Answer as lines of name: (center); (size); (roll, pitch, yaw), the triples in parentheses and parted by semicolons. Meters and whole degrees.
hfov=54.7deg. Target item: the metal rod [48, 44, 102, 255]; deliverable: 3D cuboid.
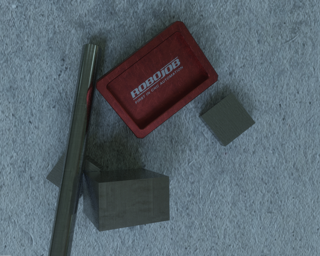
metal rod: (-0.105, 0.040, 0.382); (0.025, 0.025, 0.299); (6, 79, -1)

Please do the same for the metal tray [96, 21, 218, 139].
metal tray: (-0.004, -0.060, 0.393); (0.130, 0.030, 0.090); (-38, 108, -2)

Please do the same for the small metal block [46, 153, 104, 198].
small metal block: (-0.111, 0.059, 0.409); (0.050, 0.025, 0.050); (36, 90, -1)

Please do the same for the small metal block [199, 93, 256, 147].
small metal block: (0.088, -0.011, 0.411); (0.050, 0.025, 0.050); (-38, 91, 0)

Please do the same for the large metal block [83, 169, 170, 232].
large metal block: (-0.043, 0.080, 0.369); (0.081, 0.080, 0.050); (-1, 90, -25)
